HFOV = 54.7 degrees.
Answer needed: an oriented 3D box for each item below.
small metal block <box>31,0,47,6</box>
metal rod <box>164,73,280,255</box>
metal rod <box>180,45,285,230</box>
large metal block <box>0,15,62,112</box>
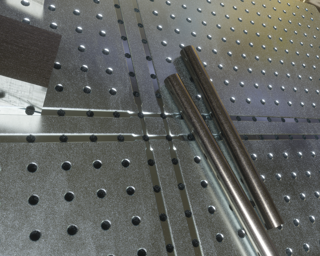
[{"bbox_3d":[-0.179,-0.209,0.440,0.050,0.025,0.050,23,53,-15],"label":"small metal block"},{"bbox_3d":[0.082,0.054,0.421,0.025,0.025,0.299,-15,70,-34],"label":"metal rod"},{"bbox_3d":[0.100,0.001,0.462,0.025,0.025,0.299,-10,67,-33],"label":"metal rod"},{"bbox_3d":[-0.164,-0.073,0.349,0.081,0.050,0.080,15,56,-20],"label":"large metal block"}]
